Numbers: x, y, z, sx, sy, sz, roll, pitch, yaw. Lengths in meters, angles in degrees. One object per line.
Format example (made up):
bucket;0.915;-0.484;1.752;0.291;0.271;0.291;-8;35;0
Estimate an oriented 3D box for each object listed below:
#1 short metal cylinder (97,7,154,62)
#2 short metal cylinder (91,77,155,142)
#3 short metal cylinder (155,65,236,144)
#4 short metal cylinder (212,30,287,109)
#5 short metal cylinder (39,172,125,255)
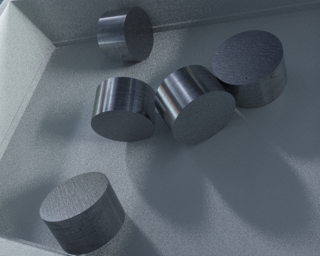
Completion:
short metal cylinder;-0.052;-0.145;0.485;0.050;0.080;0.080;4;64;30
short metal cylinder;-0.046;-0.022;0.407;0.080;0.080;0.050;-11;57;22
short metal cylinder;0.040;-0.027;0.365;0.080;0.080;0.050;-35;52;5
short metal cylinder;0.109;-0.071;0.375;0.080;0.050;0.080;-13;56;20
short metal cylinder;-0.087;0.095;0.354;0.080;0.050;0.080;-17;25;8
